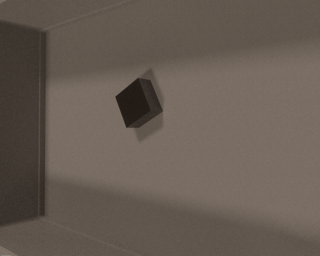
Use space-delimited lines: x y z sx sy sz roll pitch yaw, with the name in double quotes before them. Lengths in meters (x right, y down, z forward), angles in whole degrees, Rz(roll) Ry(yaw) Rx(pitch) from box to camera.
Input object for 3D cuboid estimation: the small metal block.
"small metal block" -0.030 -0.034 0.429 0.050 0.025 0.050 -33 70 35
